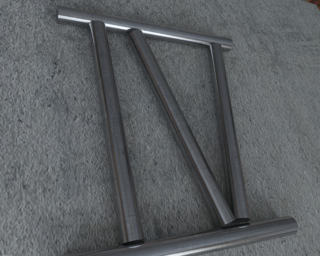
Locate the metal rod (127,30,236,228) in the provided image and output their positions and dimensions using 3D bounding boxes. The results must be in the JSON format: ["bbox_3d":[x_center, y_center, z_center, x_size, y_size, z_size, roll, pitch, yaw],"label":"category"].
[{"bbox_3d":[0.022,-0.012,0.425,0.025,0.025,0.299,-12,68,-34],"label":"metal rod"}]

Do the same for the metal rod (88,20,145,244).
[{"bbox_3d":[-0.059,-0.014,0.382,0.025,0.025,0.299,1,61,-28],"label":"metal rod"}]

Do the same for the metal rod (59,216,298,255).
[{"bbox_3d":[0.044,0.130,0.350,0.303,0.025,0.025,1,62,-28],"label":"metal rod"}]

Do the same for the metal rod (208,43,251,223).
[{"bbox_3d":[0.099,-0.012,0.467,0.025,0.025,0.299,13,56,-22],"label":"metal rod"}]

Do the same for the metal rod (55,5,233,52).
[{"bbox_3d":[-0.008,-0.154,0.496,0.303,0.025,0.025,1,62,-28],"label":"metal rod"}]
